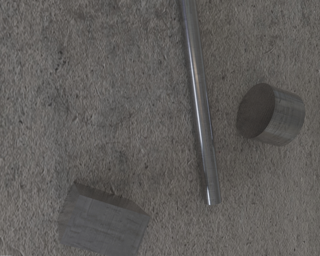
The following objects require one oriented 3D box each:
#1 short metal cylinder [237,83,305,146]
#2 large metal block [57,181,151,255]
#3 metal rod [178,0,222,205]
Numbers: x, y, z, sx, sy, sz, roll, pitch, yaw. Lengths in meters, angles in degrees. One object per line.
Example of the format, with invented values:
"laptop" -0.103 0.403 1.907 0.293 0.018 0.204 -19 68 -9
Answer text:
"short metal cylinder" 0.154 -0.018 0.437 0.050 0.080 0.080 15 85 -20
"large metal block" -0.067 0.104 0.355 0.080 0.080 0.050 23 83 -19
"metal rod" 0.055 -0.043 0.429 0.025 0.025 0.298 -9 93 -20
